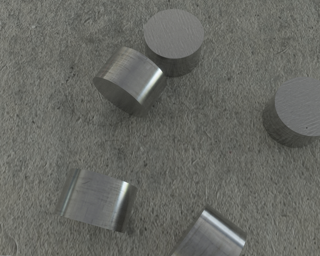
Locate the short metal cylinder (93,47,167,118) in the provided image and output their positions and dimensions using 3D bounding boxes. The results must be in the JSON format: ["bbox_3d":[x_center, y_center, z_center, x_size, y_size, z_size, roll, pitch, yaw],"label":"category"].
[{"bbox_3d":[-0.038,-0.057,0.400,0.080,0.080,0.050,30,73,10],"label":"short metal cylinder"}]

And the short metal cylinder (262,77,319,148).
[{"bbox_3d":[0.181,-0.019,0.403,0.081,0.050,0.080,0,70,0],"label":"short metal cylinder"}]

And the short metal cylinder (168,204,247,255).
[{"bbox_3d":[0.048,0.129,0.332,0.050,0.080,0.080,36,74,12],"label":"short metal cylinder"}]

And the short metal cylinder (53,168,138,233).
[{"bbox_3d":[-0.071,0.082,0.348,0.080,0.080,0.050,14,71,5],"label":"short metal cylinder"}]

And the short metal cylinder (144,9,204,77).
[{"bbox_3d":[0.019,-0.119,0.438,0.081,0.050,0.080,0,70,0],"label":"short metal cylinder"}]
